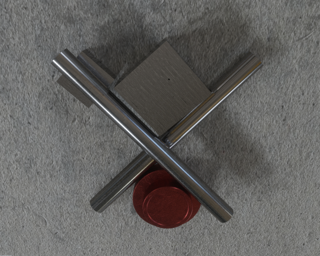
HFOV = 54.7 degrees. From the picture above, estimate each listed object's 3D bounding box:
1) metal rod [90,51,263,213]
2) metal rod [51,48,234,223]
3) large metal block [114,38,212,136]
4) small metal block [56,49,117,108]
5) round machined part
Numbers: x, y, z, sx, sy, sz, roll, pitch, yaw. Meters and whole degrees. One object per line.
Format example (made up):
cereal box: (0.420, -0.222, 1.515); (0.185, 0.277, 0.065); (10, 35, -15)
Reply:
metal rod: (0.013, 0.014, 0.418); (0.025, 0.025, 0.299); (43, 104, -15)
metal rod: (-0.011, 0.020, 0.391); (0.025, 0.025, 0.300); (-42, 105, 13)
large metal block: (0.003, -0.051, 0.380); (0.080, 0.050, 0.080); (-40, 106, 13)
small metal block: (-0.091, -0.062, 0.388); (0.050, 0.025, 0.050); (41, 105, -14)
round machined part: (0.011, 0.102, 0.439); (0.099, 0.042, 0.097); (0, 110, -1)
